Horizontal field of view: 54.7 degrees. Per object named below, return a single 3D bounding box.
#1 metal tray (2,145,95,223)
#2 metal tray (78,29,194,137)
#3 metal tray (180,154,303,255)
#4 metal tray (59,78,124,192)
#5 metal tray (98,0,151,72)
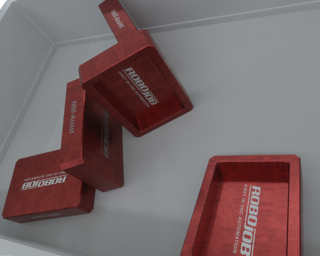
[{"bbox_3d":[-0.152,0.079,0.434,0.130,0.030,0.090,-13,56,20],"label":"metal tray"},{"bbox_3d":[-0.024,-0.047,0.380,0.090,0.130,0.030,-28,52,11],"label":"metal tray"},{"bbox_3d":[0.079,0.079,0.280,0.090,0.030,0.130,-3,36,26],"label":"metal tray"},{"bbox_3d":[-0.085,0.007,0.403,0.030,0.090,0.130,-19,54,18],"label":"metal tray"},{"bbox_3d":[-0.041,-0.131,0.465,0.030,0.090,0.130,-34,51,7],"label":"metal tray"}]
